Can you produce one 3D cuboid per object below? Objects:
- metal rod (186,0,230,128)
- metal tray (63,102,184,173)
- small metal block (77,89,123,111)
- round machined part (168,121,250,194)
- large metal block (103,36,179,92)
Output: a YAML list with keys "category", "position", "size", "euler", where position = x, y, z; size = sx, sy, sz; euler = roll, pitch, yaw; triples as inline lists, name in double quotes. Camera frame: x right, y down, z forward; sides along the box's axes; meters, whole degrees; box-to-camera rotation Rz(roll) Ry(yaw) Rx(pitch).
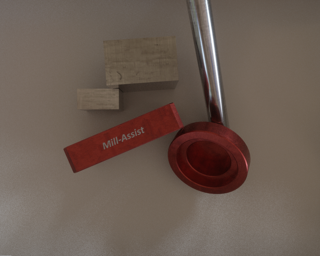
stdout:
- category: "metal rod"
  position: [0.048, -0.103, 0.339]
  size: [0.025, 0.025, 0.298]
  euler: [-16, 120, 0]
- category: "metal tray"
  position: [-0.040, 0.010, 0.378]
  size: [0.131, 0.090, 0.030]
  euler: [-23, 90, -1]
- category: "small metal block"
  position: [-0.075, -0.035, 0.398]
  size: [0.050, 0.050, 0.025]
  euler: [0, 91, 0]
- category: "round machined part"
  position: [0.063, 0.032, 0.387]
  size: [0.098, 0.042, 0.097]
  euler: [13, 128, 18]
- category: "large metal block"
  position: [-0.021, -0.075, 0.384]
  size: [0.081, 0.080, 0.050]
  euler: [-4, 90, -1]
